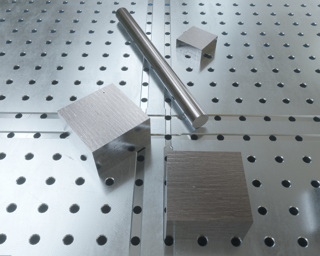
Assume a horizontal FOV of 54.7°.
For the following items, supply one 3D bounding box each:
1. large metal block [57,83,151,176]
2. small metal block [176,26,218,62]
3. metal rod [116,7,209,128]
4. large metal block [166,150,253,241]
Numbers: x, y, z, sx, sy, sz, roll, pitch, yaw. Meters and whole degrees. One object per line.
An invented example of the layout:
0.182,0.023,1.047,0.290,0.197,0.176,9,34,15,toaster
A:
-0.068,-0.001,0.391,0.081,0.050,0.080,-32,57,-24,large metal block
0.063,-0.145,0.530,0.050,0.025,0.050,31,56,23,small metal block
-0.009,-0.113,0.502,0.025,0.025,0.300,-20,53,-16,metal rod
0.047,0.072,0.332,0.081,0.050,0.080,1,50,0,large metal block
